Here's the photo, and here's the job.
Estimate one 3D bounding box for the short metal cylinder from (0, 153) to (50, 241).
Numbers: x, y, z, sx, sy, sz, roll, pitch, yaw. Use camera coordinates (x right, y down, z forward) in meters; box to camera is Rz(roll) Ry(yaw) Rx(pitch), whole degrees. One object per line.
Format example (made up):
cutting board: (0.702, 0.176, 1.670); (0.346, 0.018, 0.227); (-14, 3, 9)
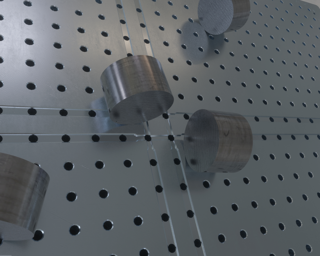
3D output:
short metal cylinder: (-0.141, 0.059, 0.261); (0.081, 0.080, 0.050); (17, 55, -19)

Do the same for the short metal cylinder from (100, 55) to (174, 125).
short metal cylinder: (-0.029, -0.045, 0.385); (0.081, 0.080, 0.050); (-5, 64, -31)

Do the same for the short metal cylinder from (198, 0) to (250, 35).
short metal cylinder: (0.116, -0.215, 0.566); (0.050, 0.080, 0.080); (-24, 75, -36)

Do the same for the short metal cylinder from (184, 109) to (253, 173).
short metal cylinder: (0.073, 0.018, 0.401); (0.050, 0.080, 0.080); (5, 60, -26)
